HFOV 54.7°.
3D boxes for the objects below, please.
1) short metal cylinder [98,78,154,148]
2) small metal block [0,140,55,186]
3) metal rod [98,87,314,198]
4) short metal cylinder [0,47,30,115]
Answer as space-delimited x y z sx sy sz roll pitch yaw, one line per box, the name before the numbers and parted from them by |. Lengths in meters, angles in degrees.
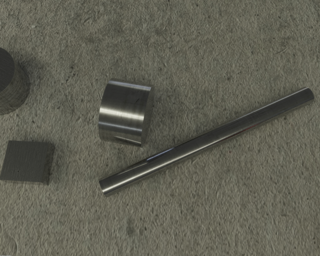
short metal cylinder | -0.040 -0.019 0.385 0.050 0.080 0.080 10 70 4
small metal block | -0.166 0.044 0.391 0.050 0.025 0.050 3 70 1
metal rod | 0.066 0.014 0.403 0.302 0.025 0.025 -24 72 -9
short metal cylinder | -0.225 -0.063 0.416 0.081 0.050 0.080 0 70 0
